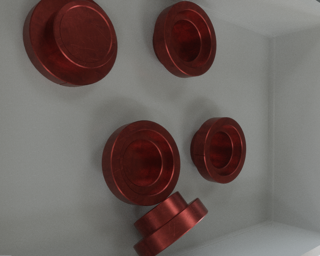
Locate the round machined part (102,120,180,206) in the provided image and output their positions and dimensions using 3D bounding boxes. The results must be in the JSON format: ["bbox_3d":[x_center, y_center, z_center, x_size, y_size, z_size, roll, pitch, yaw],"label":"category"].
[{"bbox_3d":[-0.026,0.042,0.370,0.099,0.042,0.098,8,76,-38],"label":"round machined part"}]

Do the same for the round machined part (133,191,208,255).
[{"bbox_3d":[0.007,0.114,0.379,0.099,0.097,0.042,-27,74,-37],"label":"round machined part"}]

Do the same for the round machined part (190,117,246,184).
[{"bbox_3d":[0.084,0.033,0.469,0.099,0.042,0.097,0,90,-40],"label":"round machined part"}]

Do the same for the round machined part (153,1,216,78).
[{"bbox_3d":[0.029,-0.117,0.422,0.099,0.042,0.097,0,90,-40],"label":"round machined part"}]

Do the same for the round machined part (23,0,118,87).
[{"bbox_3d":[-0.086,-0.093,0.325,0.099,0.042,0.097,0,90,-40],"label":"round machined part"}]
